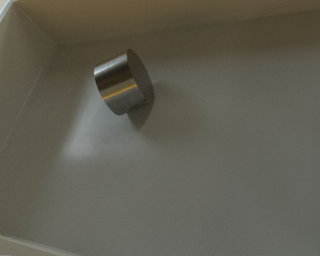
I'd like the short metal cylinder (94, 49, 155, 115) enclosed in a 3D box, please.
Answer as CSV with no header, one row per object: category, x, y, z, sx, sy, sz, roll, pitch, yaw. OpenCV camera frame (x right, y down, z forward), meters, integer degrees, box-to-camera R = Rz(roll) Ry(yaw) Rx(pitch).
short metal cylinder,-0.048,-0.064,0.436,0.050,0.080,0.080,-21,54,16
